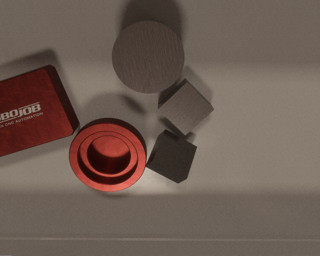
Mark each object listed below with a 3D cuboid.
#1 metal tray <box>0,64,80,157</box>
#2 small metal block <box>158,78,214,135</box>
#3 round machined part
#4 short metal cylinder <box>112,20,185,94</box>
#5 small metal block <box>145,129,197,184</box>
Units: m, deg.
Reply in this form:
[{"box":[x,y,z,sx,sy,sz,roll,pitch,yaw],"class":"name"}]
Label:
[{"box":[-0.183,-0.019,0.399,0.131,0.030,0.090,-17,110,5],"class":"metal tray"},{"box":[0.033,-0.028,0.402,0.050,0.025,0.050,-43,105,14],"class":"small metal block"},{"box":[-0.067,0.032,0.413,0.099,0.042,0.097,0,110,-1],"class":"round machined part"},{"box":[-0.013,-0.086,0.366,0.081,0.050,0.079,0,110,-1],"class":"short metal cylinder"},{"box":[0.016,0.038,0.410,0.050,0.050,0.025,29,147,-11],"class":"small metal block"}]
